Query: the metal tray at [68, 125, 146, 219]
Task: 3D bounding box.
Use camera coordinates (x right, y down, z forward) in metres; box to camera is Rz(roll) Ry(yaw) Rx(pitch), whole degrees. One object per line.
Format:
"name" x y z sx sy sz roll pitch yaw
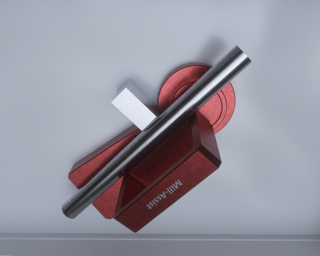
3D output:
"metal tray" -0.047 0.059 0.428 0.130 0.030 0.090 -33 107 11

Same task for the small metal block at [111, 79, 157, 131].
"small metal block" -0.030 -0.030 0.385 0.025 0.050 0.050 -43 105 14

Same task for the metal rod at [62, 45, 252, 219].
"metal rod" -0.016 0.016 0.374 0.299 0.025 0.025 -42 105 18

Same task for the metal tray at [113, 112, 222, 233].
"metal tray" 0.006 0.047 0.352 0.030 0.090 0.130 41 111 -17

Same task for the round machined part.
"round machined part" 0.046 -0.031 0.390 0.099 0.042 0.097 0 110 -1
